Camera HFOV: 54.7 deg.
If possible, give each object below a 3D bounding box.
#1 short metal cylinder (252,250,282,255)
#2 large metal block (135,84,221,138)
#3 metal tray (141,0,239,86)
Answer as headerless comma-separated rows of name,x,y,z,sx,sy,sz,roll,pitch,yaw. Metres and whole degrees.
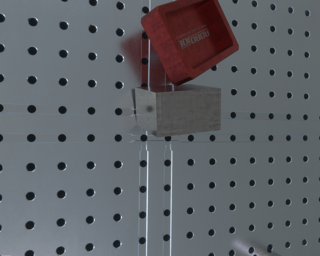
short metal cylinder,0.171,0.231,0.463,0.081,0.050,0.079,0,90,-20
large metal block,0.020,-0.025,0.386,0.081,0.080,0.050,-6,103,-20
metal tray,0.045,-0.119,0.398,0.131,0.030,0.090,-37,103,-42
